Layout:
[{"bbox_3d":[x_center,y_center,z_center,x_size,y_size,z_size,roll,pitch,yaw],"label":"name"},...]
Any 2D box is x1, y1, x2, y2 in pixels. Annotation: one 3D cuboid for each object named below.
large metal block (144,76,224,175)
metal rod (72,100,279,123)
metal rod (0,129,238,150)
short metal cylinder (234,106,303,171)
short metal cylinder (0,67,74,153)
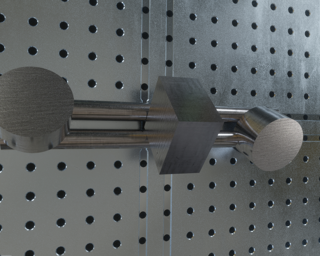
[{"bbox_3d":[0.023,-0.003,0.360,0.050,0.080,0.079,1,132,-20],"label":"large metal block"},{"bbox_3d":[0.035,-0.020,0.425,0.302,0.025,0.025,1,90,-20],"label":"metal rod"},{"bbox_3d":[-0.035,0.014,0.399,0.302,0.025,0.025,1,90,-20],"label":"metal rod"},{"bbox_3d":[0.152,0.014,0.441,0.081,0.050,0.079,-8,115,-16],"label":"short metal cylinder"},{"bbox_3d":[-0.136,-0.019,0.334,0.081,0.050,0.080,8,65,-17],"label":"short metal cylinder"}]
